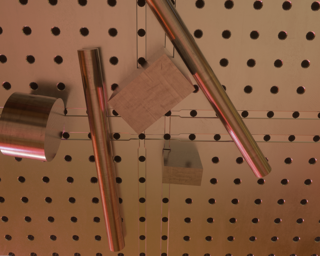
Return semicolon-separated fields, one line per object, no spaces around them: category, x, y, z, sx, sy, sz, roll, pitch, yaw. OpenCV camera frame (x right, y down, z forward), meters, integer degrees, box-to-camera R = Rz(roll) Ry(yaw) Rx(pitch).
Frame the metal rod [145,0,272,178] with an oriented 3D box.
metal rod;0.063;-0.055;0.393;0.025;0.025;0.299;-32;107;11

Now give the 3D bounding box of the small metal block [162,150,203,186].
small metal block;0.029;0.053;0.420;0.050;0.050;0.025;5;110;-2

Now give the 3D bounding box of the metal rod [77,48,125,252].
metal rod;-0.077;0.043;0.428;0.025;0.025;0.298;-4;110;1

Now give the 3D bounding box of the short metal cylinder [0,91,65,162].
short metal cylinder;-0.154;-0.001;0.381;0.050;0.080;0.079;9;110;-4

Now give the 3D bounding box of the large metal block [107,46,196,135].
large metal block;-0.010;-0.048;0.366;0.080;0.080;0.050;-39;106;13
